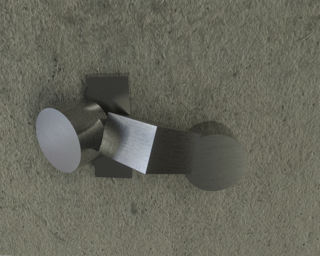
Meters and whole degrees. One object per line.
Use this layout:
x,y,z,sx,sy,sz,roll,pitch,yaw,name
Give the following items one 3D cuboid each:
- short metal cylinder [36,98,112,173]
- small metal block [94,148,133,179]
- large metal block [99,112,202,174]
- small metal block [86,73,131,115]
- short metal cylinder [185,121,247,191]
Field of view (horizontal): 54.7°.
-0.105,0.008,0.380,0.080,0.050,0.079,14,115,33,short metal cylinder
-0.062,0.040,0.425,0.050,0.025,0.050,3,110,-2,small metal block
-0.011,0.018,0.368,0.081,0.080,0.050,10,95,-48,large metal block
-0.063,-0.043,0.394,0.050,0.025,0.050,-1,110,0,small metal block
0.068,0.036,0.412,0.081,0.050,0.079,0,110,-1,short metal cylinder
